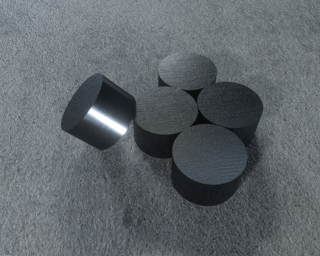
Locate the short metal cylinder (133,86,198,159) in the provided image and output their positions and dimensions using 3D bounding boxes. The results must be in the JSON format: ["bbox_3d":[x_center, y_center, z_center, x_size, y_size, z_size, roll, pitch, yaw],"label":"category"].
[{"bbox_3d":[0.006,-0.007,0.394,0.080,0.050,0.080,0,50,0],"label":"short metal cylinder"}]

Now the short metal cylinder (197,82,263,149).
[{"bbox_3d":[0.086,-0.015,0.401,0.080,0.050,0.080,0,50,0],"label":"short metal cylinder"}]

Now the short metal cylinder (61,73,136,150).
[{"bbox_3d":[-0.075,-0.020,0.378,0.080,0.050,0.080,-33,39,32],"label":"short metal cylinder"}]

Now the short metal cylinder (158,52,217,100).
[{"bbox_3d":[0.038,-0.063,0.442,0.080,0.050,0.080,0,50,0],"label":"short metal cylinder"}]

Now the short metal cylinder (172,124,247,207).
[{"bbox_3d":[0.054,0.042,0.354,0.080,0.050,0.080,0,50,0],"label":"short metal cylinder"}]
